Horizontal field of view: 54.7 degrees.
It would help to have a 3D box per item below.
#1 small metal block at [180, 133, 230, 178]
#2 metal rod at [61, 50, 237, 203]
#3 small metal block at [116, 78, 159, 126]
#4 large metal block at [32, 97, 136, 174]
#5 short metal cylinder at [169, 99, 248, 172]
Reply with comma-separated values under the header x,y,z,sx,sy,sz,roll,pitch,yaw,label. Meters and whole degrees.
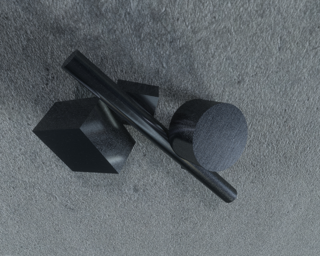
x,y,z,sx,sy,sz,roll,pitch,yaw,label
0.063,0.040,0.445,0.050,0.025,0.050,19,128,-16,small metal block
0.006,0.015,0.389,0.025,0.025,0.300,-34,123,25,metal rod
-0.031,-0.029,0.384,0.050,0.025,0.050,9,130,-9,small metal block
-0.090,0.011,0.379,0.080,0.050,0.080,-3,136,33,large metal block
0.058,0.007,0.373,0.081,0.050,0.079,-6,103,-29,short metal cylinder
